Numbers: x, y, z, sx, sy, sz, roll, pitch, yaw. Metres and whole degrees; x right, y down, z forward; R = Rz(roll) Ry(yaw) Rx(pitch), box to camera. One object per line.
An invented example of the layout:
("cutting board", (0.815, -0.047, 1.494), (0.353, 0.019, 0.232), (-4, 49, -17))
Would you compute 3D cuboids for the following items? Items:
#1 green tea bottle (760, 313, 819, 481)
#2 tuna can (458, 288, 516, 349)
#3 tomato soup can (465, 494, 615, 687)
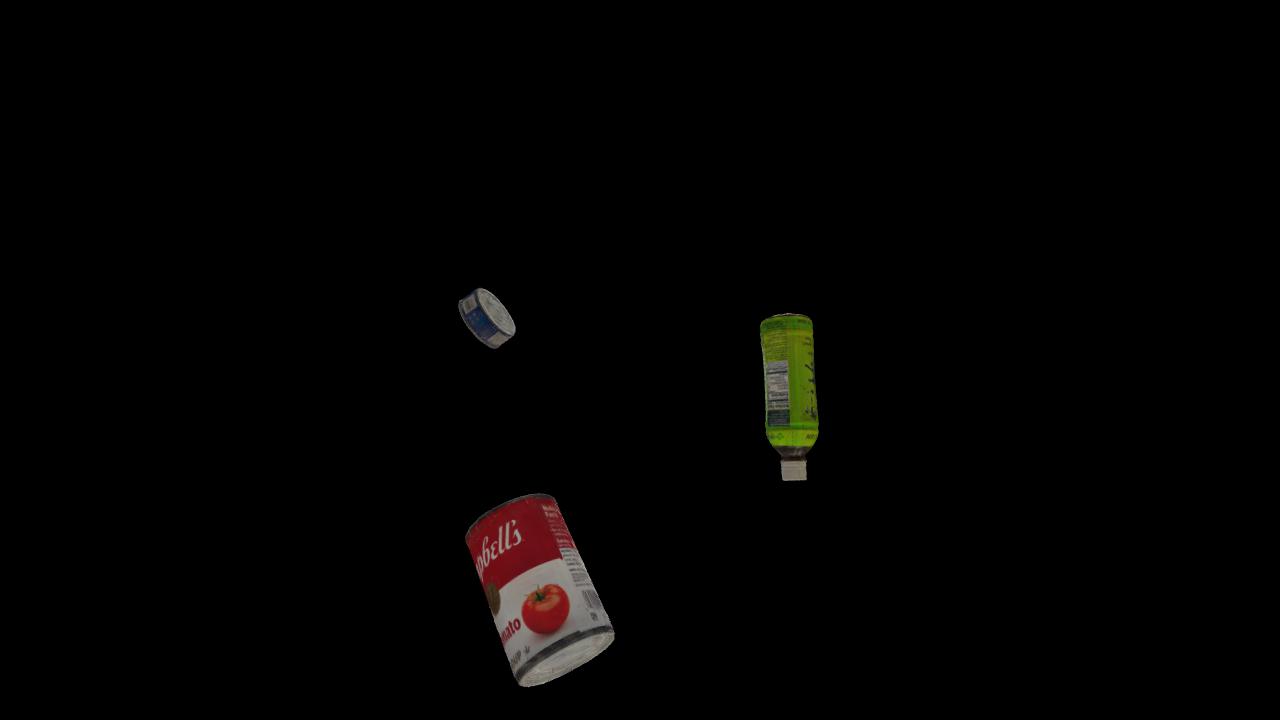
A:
("green tea bottle", (0.194, 0.049, 0.799), (0.073, 0.212, 0.073), (2, -11, 0))
("tuna can", (-0.213, -0.060, 0.863), (0.034, 0.084, 0.084), (-34, -7, 11))
("tomato soup can", (-0.067, 0.149, 0.404), (0.068, 0.101, 0.068), (-23, -32, -15))
